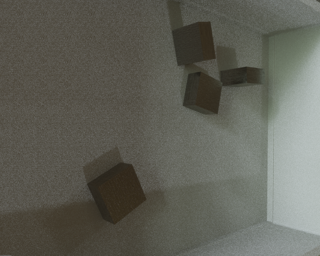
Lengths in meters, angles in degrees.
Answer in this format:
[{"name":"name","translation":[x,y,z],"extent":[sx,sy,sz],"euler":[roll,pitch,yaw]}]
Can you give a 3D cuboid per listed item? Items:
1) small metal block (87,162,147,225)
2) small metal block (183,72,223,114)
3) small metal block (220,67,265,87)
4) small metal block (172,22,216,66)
[{"name":"small metal block","translation":[-0.050,0.076,0.367],"extent":[0.050,0.025,0.050],"euler":[-32,110,-36]},{"name":"small metal block","translation":[0.065,-0.051,0.463],"extent":[0.050,0.025,0.050],"euler":[17,79,-39]},{"name":"small metal block","translation":[0.135,-0.083,0.506],"extent":[0.050,0.050,0.025],"euler":[-4,93,-40]},{"name":"small metal block","translation":[0.047,-0.117,0.432],"extent":[0.025,0.050,0.050],"euler":[-17,101,-39]}]
